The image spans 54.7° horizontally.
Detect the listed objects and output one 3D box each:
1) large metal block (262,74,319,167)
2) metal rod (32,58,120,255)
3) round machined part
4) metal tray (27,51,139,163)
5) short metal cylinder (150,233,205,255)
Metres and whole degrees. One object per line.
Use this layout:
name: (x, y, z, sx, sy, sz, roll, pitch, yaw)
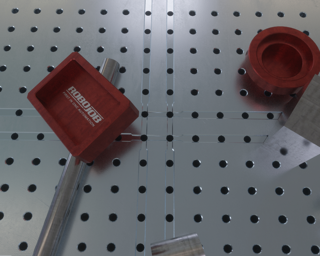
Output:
large metal block: (0.181, -0.006, 0.386, 0.050, 0.080, 0.080, 33, 73, 11)
metal rod: (-0.106, 0.043, 0.394, 0.025, 0.025, 0.299, 13, 70, 5)
round machined part: (0.169, -0.090, 0.437, 0.099, 0.042, 0.098, 0, 70, 0)
metal tray: (-0.100, -0.030, 0.393, 0.090, 0.030, 0.130, -45, 61, -4)
short metal cylinder: (0.023, 0.157, 0.325, 0.050, 0.080, 0.080, -12, 71, -4)
